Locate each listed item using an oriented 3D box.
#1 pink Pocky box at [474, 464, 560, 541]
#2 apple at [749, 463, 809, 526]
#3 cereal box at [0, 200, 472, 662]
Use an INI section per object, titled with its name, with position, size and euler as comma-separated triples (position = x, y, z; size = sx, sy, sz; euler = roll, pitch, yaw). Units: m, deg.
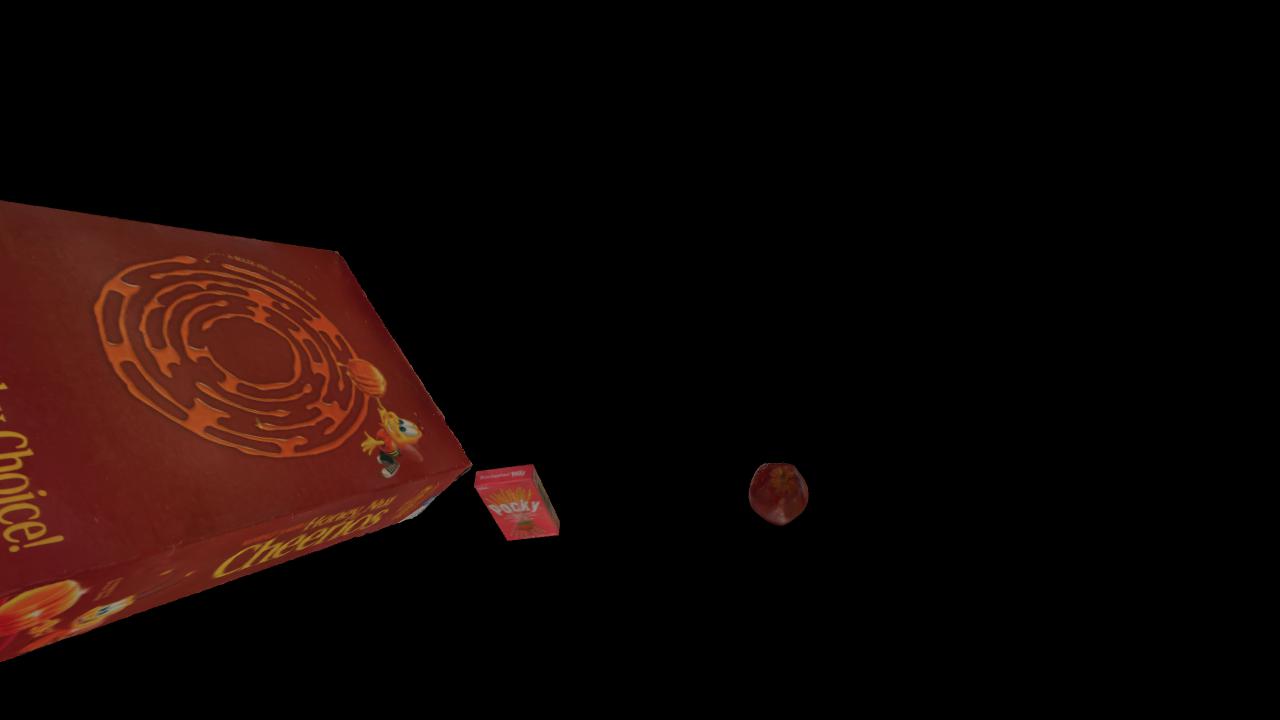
[pink Pocky box]
position = -0.176, 0.211, 0.896
size = 0.084, 0.155, 0.029
euler = -8, 44, 4
[apple]
position = 0.182, 0.173, 0.809
size = 0.079, 0.079, 0.093
euler = 0, -34, 8
[cereal box]
position = -0.254, 0.020, 0.319
size = 0.081, 0.203, 0.306
euler = -41, -14, 19
